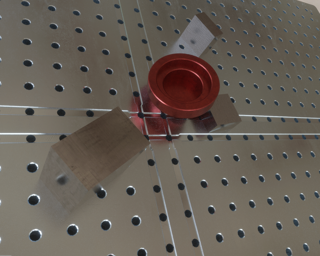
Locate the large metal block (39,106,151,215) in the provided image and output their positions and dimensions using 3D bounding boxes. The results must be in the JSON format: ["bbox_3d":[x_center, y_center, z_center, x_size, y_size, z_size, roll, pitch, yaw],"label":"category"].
[{"bbox_3d":[-0.068,0.034,0.317,0.050,0.080,0.081,49,51,5],"label":"large metal block"}]

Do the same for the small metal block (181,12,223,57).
[{"bbox_3d":[0.071,-0.160,0.530,0.025,0.050,0.050,-33,81,-38],"label":"small metal block"}]

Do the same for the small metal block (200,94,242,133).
[{"bbox_3d":[0.089,-0.023,0.472,0.050,0.025,0.050,-9,66,-32],"label":"small metal block"}]

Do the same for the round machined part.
[{"bbox_3d":[0.031,-0.055,0.437,0.099,0.042,0.098,3,60,-6],"label":"round machined part"}]
